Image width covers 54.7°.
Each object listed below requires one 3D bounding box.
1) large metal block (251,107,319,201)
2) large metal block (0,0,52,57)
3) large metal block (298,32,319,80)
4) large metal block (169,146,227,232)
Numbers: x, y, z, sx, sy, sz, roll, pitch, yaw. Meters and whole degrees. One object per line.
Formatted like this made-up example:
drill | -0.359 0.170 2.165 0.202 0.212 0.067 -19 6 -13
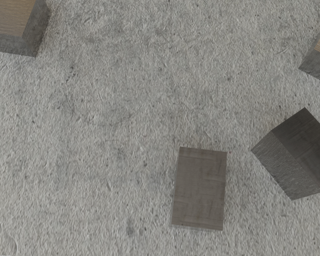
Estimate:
large metal block | 0.164 0.034 0.367 0.050 0.080 0.080 -33 73 -11
large metal block | -0.217 -0.156 0.450 0.080 0.050 0.080 9 70 3
large metal block | 0.258 -0.106 0.435 0.080 0.050 0.080 32 73 11
large metal block | 0.041 0.073 0.352 0.050 0.080 0.080 7 70 2
